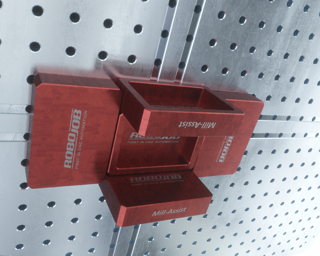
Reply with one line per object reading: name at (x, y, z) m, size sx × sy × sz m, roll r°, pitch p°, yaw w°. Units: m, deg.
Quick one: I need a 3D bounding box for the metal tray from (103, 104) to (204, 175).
metal tray at (-0.005, 0.014, 0.413) m, size 0.131 × 0.030 × 0.089 m, roll 1°, pitch 118°, yaw -29°

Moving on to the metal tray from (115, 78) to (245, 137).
metal tray at (0.022, -0.025, 0.367) m, size 0.131 × 0.090 × 0.030 m, roll 1°, pitch 118°, yaw -29°

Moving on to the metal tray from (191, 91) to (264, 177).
metal tray at (0.093, 0.011, 0.466) m, size 0.091 × 0.030 × 0.129 m, roll 0°, pitch 118°, yaw -30°

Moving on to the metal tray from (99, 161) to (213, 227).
metal tray at (-0.007, 0.081, 0.415) m, size 0.131 × 0.090 × 0.030 m, roll 1°, pitch 118°, yaw -29°

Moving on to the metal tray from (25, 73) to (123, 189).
metal tray at (-0.101, 0.007, 0.357) m, size 0.091 × 0.030 × 0.129 m, roll 1°, pitch 118°, yaw -29°
